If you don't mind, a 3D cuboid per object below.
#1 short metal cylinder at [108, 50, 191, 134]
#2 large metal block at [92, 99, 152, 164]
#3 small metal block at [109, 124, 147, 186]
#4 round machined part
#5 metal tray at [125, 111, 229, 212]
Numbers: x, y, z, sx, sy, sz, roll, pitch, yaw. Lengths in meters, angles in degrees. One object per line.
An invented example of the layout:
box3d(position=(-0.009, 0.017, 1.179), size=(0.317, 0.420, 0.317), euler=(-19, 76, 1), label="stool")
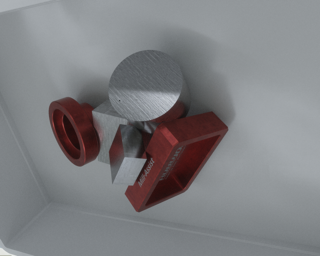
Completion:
box3d(position=(-0.010, -0.038, 0.343), size=(0.080, 0.080, 0.050), euler=(15, 169, 19), label="short metal cylinder")
box3d(position=(-0.039, 0.009, 0.415), size=(0.080, 0.050, 0.079), euler=(14, 124, 20), label="large metal block")
box3d(position=(-0.039, 0.032, 0.363), size=(0.025, 0.050, 0.050), euler=(8, 132, -23), label="small metal block")
box3d(position=(-0.114, 0.002, 0.440), size=(0.098, 0.042, 0.097), euler=(30, 133, 39), label="round machined part")
box3d(position=(0.018, 0.043, 0.379), size=(0.030, 0.091, 0.129), euler=(50, 134, 28), label="metal tray")
